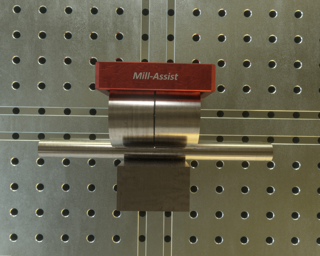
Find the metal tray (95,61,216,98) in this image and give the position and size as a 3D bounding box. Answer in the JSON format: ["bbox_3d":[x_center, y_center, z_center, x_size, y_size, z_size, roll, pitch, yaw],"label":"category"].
[{"bbox_3d":[-0.005,-0.056,0.377,0.131,0.090,0.030,1,90,0],"label":"metal tray"}]

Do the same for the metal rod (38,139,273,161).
[{"bbox_3d":[-0.005,0.029,0.409,0.302,0.025,0.025,1,90,0],"label":"metal rod"}]

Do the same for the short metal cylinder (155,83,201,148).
[{"bbox_3d":[0.020,-0.016,0.383,0.050,0.080,0.079,2,90,0],"label":"short metal cylinder"}]

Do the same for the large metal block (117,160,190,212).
[{"bbox_3d":[-0.007,0.067,0.382,0.081,0.080,0.050,1,90,0],"label":"large metal block"}]

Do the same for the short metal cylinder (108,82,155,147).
[{"bbox_3d":[-0.032,-0.016,0.383,0.050,0.080,0.079,1,90,0],"label":"short metal cylinder"}]
